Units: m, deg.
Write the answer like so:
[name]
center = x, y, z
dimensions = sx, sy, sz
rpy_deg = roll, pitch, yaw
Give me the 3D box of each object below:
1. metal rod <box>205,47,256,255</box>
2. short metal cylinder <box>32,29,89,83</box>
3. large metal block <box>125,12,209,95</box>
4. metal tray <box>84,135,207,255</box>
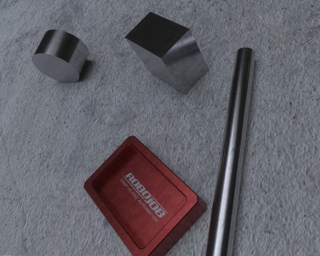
[metal rod]
center = 0.078, 0.035, 0.340
dimensions = 0.025, 0.025, 0.300
rpy_deg = 0, 61, 28
[short metal cylinder]
center = -0.168, -0.121, 0.528
dimensions = 0.080, 0.080, 0.050
rpy_deg = 2, 63, 28
[large metal block]
center = 0.011, -0.102, 0.424
dimensions = 0.050, 0.080, 0.080
rpy_deg = -47, 52, -5
[metal tray]
center = -0.022, 0.078, 0.362
dimensions = 0.090, 0.030, 0.130
rpy_deg = -46, 52, -5
